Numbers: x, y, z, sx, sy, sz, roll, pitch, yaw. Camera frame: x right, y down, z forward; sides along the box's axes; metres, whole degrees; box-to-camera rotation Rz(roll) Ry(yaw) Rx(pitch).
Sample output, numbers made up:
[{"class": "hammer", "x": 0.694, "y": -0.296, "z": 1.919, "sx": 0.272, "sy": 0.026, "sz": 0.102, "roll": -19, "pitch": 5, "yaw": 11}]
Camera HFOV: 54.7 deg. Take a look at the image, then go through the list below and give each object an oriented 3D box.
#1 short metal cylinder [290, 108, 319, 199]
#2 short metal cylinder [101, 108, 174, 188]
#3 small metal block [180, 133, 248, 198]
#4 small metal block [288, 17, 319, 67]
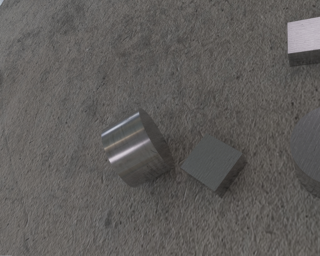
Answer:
[{"class": "short metal cylinder", "x": 0.166, "y": 0.024, "z": 0.286, "sx": 0.080, "sy": 0.050, "sz": 0.080, "roll": -13, "pitch": 56, "yaw": 21}, {"class": "short metal cylinder", "x": -0.025, "y": 0.023, "z": 0.367, "sx": 0.050, "sy": 0.080, "sz": 0.080, "roll": -30, "pitch": 52, "yaw": 9}, {"class": "small metal block", "x": 0.060, "y": 0.041, "z": 0.347, "sx": 0.050, "sy": 0.025, "sz": 0.050, "roll": 32, "pitch": 79, "yaw": 38}, {"class": "small metal block", "x": 0.182, "y": -0.104, "z": 0.373, "sx": 0.050, "sy": 0.025, "sz": 0.050, "roll": -3, "pitch": 60, "yaw": 26}]
